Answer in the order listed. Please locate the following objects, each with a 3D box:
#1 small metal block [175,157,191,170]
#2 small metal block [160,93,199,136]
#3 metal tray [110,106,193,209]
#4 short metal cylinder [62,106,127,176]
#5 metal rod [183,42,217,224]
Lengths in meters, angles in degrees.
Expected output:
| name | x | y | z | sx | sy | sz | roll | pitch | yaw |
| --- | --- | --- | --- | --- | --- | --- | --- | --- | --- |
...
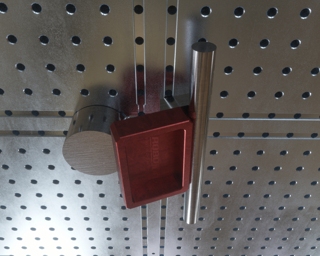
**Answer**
| name | x | y | z | sx | sy | sz | roll | pitch | yaw |
| --- | --- | --- | --- | --- | --- | --- | --- | --- | --- |
| small metal block | 0.020 | 0.052 | 0.455 | 0.050 | 0.025 | 0.050 | 32 | 123 | -25 |
| small metal block | 0.031 | -0.015 | 0.399 | 0.050 | 0.025 | 0.050 | -12 | 130 | 9 |
| metal tray | -0.008 | 0.041 | 0.391 | 0.091 | 0.030 | 0.129 | -14 | 132 | -14 |
| short metal cylinder | -0.082 | 0.017 | 0.408 | 0.081 | 0.050 | 0.079 | 0 | 130 | 0 |
| metal rod | 0.047 | 0.032 | 0.406 | 0.025 | 0.025 | 0.298 | -1 | 130 | 0 |
